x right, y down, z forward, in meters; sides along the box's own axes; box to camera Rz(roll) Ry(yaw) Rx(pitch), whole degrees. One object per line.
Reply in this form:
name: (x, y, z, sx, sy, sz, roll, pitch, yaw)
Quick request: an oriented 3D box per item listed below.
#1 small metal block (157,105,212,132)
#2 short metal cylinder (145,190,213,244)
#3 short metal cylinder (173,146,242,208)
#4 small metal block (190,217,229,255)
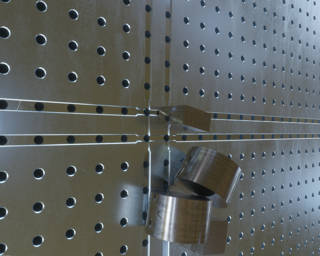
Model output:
small metal block: (0.033, -0.012, 0.420, 0.050, 0.050, 0.025, 15, 81, -39)
short metal cylinder: (0.024, 0.110, 0.394, 0.081, 0.080, 0.050, 13, 82, -39)
short metal cylinder: (0.065, 0.069, 0.428, 0.080, 0.080, 0.050, 44, 63, -31)
small metal block: (0.076, 0.164, 0.473, 0.050, 0.025, 0.050, 15, 81, -39)
